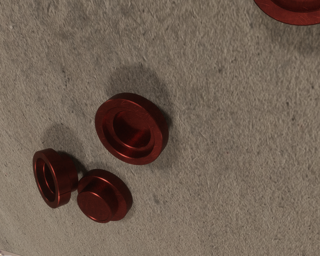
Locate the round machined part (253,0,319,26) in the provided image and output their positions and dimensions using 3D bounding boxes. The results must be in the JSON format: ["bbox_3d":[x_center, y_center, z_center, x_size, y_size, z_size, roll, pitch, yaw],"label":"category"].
[{"bbox_3d":[0.121,-0.136,0.247,0.098,0.042,0.097,13,124,20],"label":"round machined part"}]

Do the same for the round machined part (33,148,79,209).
[{"bbox_3d":[-0.172,0.080,0.518,0.098,0.042,0.097,19,116,44],"label":"round machined part"}]

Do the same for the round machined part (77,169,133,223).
[{"bbox_3d":[-0.099,0.120,0.521,0.098,0.042,0.097,13,124,20],"label":"round machined part"}]

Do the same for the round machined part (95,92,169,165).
[{"bbox_3d":[-0.033,-0.002,0.410,0.098,0.042,0.097,13,124,20],"label":"round machined part"}]
